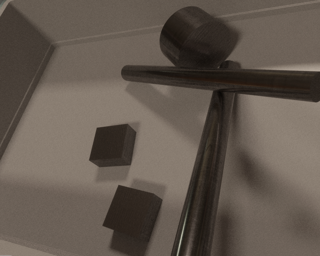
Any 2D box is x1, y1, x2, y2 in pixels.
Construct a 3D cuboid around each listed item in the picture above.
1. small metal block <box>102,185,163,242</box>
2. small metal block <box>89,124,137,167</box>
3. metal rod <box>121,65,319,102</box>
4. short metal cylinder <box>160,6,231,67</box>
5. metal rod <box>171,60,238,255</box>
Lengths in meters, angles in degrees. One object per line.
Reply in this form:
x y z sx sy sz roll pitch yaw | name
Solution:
-0.031 0.099 0.360 0.050 0.025 0.050 7 65 31 | small metal block
-0.064 0.024 0.422 0.050 0.025 0.050 -7 59 24 | small metal block
0.039 -0.060 0.367 0.300 0.025 0.025 17 70 52 | metal rod
0.047 -0.114 0.415 0.080 0.080 0.050 -39 51 2 | short metal cylinder
0.051 0.012 0.293 0.025 0.025 0.301 -8 34 24 | metal rod
